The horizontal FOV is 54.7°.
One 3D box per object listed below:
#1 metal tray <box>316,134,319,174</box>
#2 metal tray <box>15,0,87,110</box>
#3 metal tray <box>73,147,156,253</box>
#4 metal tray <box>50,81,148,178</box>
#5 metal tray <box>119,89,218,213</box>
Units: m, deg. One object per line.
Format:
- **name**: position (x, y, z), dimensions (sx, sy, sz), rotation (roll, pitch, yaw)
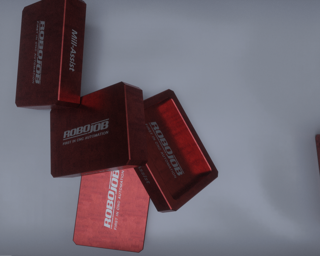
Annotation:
- **metal tray**: position (0.235, 0.071, 0.380), dimensions (0.030, 0.090, 0.129), rotation (-7, 90, 0)
- **metal tray**: position (-0.135, -0.089, 0.380), dimensions (0.090, 0.030, 0.129), rotation (1, 86, 36)
- **metal tray**: position (-0.058, 0.090, 0.408), dimensions (0.091, 0.030, 0.129), rotation (7, 90, 0)
- **metal tray**: position (-0.077, 0.007, 0.365), dimensions (0.130, 0.030, 0.090), rotation (-14, 75, 34)
- **metal tray**: position (0.007, 0.026, 0.384), dimensions (0.091, 0.030, 0.130), rotation (-29, 90, -37)
